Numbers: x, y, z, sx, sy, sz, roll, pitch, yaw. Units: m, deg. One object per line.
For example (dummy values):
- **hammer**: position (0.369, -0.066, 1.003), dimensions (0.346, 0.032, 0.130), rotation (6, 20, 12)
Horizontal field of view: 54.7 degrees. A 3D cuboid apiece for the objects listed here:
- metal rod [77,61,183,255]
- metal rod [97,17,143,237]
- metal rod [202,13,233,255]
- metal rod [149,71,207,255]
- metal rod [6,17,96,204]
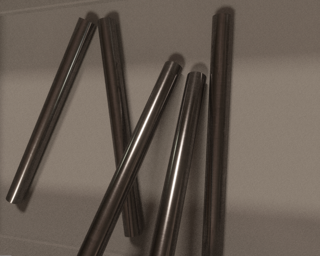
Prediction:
- **metal rod**: position (-0.038, 0.051, 0.360), dimensions (0.025, 0.025, 0.300), rotation (17, 71, 19)
- **metal rod**: position (-0.056, -0.003, 0.428), dimensions (0.025, 0.025, 0.298), rotation (-9, 87, 19)
- **metal rod**: position (0.071, 0.012, 0.384), dimensions (0.025, 0.025, 0.298), rotation (3, 91, 19)
- **metal rod**: position (0.016, 0.069, 0.336), dimensions (0.025, 0.025, 0.299), rotation (4, 65, 19)
- **metal rod**: position (-0.167, -0.020, 0.467), dimensions (0.025, 0.025, 0.298), rotation (28, 99, 17)
